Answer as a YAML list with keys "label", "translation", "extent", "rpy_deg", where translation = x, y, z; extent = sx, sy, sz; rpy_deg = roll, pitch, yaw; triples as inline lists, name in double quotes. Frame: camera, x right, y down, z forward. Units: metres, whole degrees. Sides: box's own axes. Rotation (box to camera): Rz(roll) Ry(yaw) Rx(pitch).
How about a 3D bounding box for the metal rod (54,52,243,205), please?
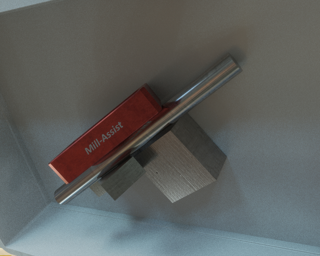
- label: "metal rod"
  translation: [-0.031, 0.014, 0.382]
  extent: [0.299, 0.025, 0.025]
  rpy_deg: [-37, 98, 23]

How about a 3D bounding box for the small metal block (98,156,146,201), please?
- label: "small metal block"
  translation: [-0.049, 0.061, 0.390]
  extent: [0.025, 0.050, 0.050]
  rpy_deg: [50, 165, -7]

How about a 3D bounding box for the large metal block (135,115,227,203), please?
- label: "large metal block"
  translation: [0.025, 0.039, 0.401]
  extent: [0.080, 0.050, 0.080]
  rpy_deg: [47, 129, -6]

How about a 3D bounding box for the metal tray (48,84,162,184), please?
- label: "metal tray"
  translation: [-0.058, 0.002, 0.360]
  extent: [0.130, 0.090, 0.030]
  rpy_deg: [-38, 99, 6]

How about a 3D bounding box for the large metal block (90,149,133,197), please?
- label: "large metal block"
  translation: [-0.084, 0.044, 0.458]
  extent: [0.080, 0.050, 0.080]
  rpy_deg: [47, 129, -6]
